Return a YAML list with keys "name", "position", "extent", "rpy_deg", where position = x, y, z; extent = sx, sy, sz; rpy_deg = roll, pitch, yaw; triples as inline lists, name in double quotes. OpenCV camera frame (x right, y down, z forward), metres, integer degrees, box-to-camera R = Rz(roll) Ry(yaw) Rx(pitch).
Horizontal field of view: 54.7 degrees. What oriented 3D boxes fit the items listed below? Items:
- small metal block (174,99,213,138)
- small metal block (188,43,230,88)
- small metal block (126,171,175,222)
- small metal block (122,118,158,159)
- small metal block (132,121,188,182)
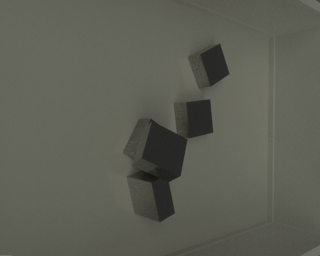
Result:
- name: "small metal block"
  position: [0.049, -0.014, 0.450]
  extent: [0.050, 0.025, 0.050]
  rpy_deg: [-11, 97, -40]
- name: "small metal block"
  position: [0.075, -0.095, 0.472]
  extent: [0.050, 0.025, 0.050]
  rpy_deg: [-35, 112, -35]
- name: "small metal block"
  position: [-0.012, 0.082, 0.382]
  extent: [0.025, 0.050, 0.050]
  rpy_deg: [-19, 102, -39]
- name: "small metal block"
  position: [-0.012, 0.022, 0.398]
  extent: [0.050, 0.025, 0.050]
  rpy_deg: [37, 67, -34]
- name: "small metal block"
  position: [0.001, 0.028, 0.360]
  extent: [0.050, 0.025, 0.050]
  rpy_deg: [27, 54, -19]
